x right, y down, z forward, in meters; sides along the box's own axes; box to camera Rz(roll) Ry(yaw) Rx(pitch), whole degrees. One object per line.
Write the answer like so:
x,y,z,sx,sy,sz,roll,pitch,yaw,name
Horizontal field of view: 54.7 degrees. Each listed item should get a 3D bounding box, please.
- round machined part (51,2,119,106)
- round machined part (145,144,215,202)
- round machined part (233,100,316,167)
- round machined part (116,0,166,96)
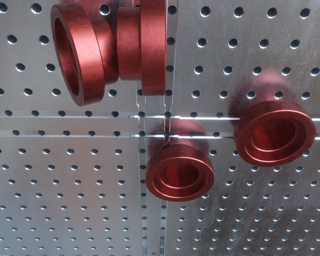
-0.073,-0.074,0.309,0.042,0.098,0.097,-18,135,-24,round machined part
0.028,0.062,0.454,0.099,0.042,0.097,-1,130,0,round machined part
0.145,0.003,0.405,0.099,0.042,0.097,-1,130,0,round machined part
-0.017,-0.080,0.296,0.042,0.098,0.097,0,130,-1,round machined part
